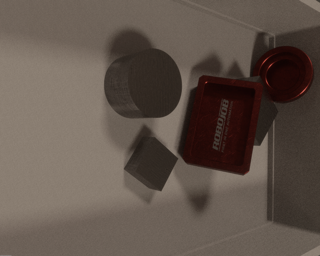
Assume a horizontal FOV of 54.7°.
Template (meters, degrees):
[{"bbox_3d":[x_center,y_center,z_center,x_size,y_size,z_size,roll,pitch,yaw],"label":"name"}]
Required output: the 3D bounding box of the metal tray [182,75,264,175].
[{"bbox_3d":[0.090,-0.005,0.442,0.030,0.090,0.129,51,51,-73],"label":"metal tray"}]

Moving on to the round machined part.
[{"bbox_3d":[0.220,-0.091,0.550,0.042,0.098,0.097,11,83,-57],"label":"round machined part"}]

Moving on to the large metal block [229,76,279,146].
[{"bbox_3d":[0.144,-0.028,0.514,0.080,0.050,0.080,53,59,-28],"label":"large metal block"}]

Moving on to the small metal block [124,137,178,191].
[{"bbox_3d":[-0.010,0.046,0.400,0.050,0.025,0.050,44,63,-32],"label":"small metal block"}]

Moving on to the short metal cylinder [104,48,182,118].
[{"bbox_3d":[-0.020,-0.052,0.376,0.081,0.050,0.079,0,90,-40],"label":"short metal cylinder"}]
